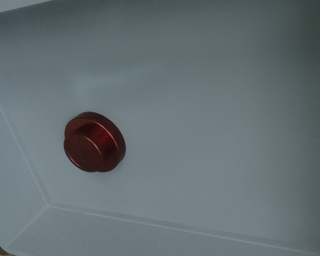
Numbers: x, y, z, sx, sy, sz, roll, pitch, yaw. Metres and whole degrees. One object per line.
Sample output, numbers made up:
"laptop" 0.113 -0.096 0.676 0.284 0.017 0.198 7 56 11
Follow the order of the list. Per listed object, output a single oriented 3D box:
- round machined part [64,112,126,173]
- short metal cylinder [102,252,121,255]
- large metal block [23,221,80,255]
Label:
"round machined part" -0.105 0.028 0.468 0.098 0.042 0.097 13 124 20
"short metal cylinder" -0.098 0.301 0.631 0.080 0.050 0.079 13 124 20
"large metal block" -0.238 0.259 0.677 0.080 0.050 0.080 -31 101 37
